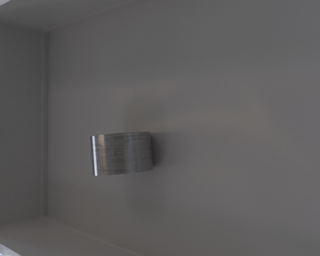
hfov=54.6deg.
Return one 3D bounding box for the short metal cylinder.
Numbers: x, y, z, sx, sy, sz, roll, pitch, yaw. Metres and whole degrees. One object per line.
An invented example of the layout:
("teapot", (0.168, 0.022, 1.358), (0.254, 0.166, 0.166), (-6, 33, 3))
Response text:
("short metal cylinder", (-0.050, 0.034, 0.414), (0.080, 0.081, 0.050), (-8, 85, 40))
